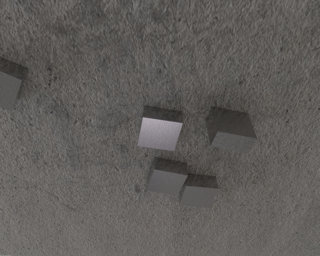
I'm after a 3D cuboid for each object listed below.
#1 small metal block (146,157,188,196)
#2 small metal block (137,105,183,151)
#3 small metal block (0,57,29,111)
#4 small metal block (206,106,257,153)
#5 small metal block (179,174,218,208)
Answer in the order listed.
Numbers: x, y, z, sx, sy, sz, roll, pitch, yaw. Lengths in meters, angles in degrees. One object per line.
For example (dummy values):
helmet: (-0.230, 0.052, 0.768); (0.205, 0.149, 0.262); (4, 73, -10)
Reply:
small metal block: (0.010, 0.074, 0.470); (0.050, 0.025, 0.050); (12, 129, -11)
small metal block: (-0.001, 0.001, 0.408); (0.050, 0.025, 0.050); (8, 130, -7)
small metal block: (-0.188, -0.054, 0.359); (0.050, 0.025, 0.050); (23, 126, -19)
small metal block: (0.089, 0.001, 0.393); (0.050, 0.050, 0.025); (11, 129, -9)
small metal block: (0.060, 0.100, 0.493); (0.050, 0.025, 0.050); (6, 130, -6)
